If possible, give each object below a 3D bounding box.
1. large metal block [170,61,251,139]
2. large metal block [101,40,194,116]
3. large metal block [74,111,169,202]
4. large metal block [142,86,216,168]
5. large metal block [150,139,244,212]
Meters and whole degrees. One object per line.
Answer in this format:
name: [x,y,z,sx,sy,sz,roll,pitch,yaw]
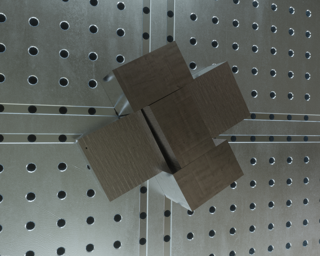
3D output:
large metal block: [0.063,-0.034,0.421,0.080,0.050,0.080,-30,102,-17]
large metal block: [-0.019,-0.057,0.376,0.080,0.080,0.050,-30,100,-17]
large metal block: [-0.049,0.031,0.382,0.080,0.050,0.080,-28,99,-18]
large metal block: [0.013,-0.001,0.388,0.050,0.080,0.080,-30,100,-17]
large metal block: [0.044,0.055,0.399,0.080,0.080,0.050,-30,100,-18]
